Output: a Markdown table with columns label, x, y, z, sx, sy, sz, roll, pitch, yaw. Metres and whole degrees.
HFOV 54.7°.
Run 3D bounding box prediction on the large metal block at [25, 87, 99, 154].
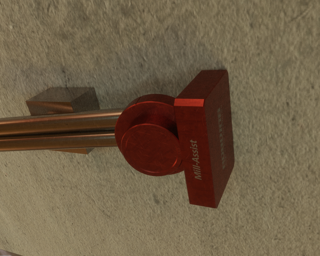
| label | x | y | z | sx | sy | sz | roll | pitch | yaw |
| --- | --- | --- | --- | --- | --- | --- | --- | --- | --- |
| large metal block | -0.133 | -0.012 | 0.448 | 0.080 | 0.050 | 0.079 | 3 | 120 | 26 |

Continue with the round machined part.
| label | x | y | z | sx | sy | sz | roll | pitch | yaw |
| --- | --- | --- | --- | --- | --- | --- | --- | --- | --- |
| round machined part | -0.004 | 0.015 | 0.344 | 0.098 | 0.042 | 0.097 | 7 | 122 | 11 |

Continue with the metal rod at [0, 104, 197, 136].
| label | x | y | z | sx | sy | sz | roll | pitch | yaw |
| --- | --- | --- | --- | --- | --- | --- | --- | --- | --- |
| metal rod | -0.091 | -0.010 | 0.390 | 0.301 | 0.025 | 0.025 | -4 | 117 | 15 |

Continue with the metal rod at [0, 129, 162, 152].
| label | x | y | z | sx | sy | sz | roll | pitch | yaw |
| --- | --- | --- | --- | --- | --- | --- | --- | --- | --- |
| metal rod | -0.087 | 0.014 | 0.403 | 0.301 | 0.025 | 0.025 | -3 | 118 | 15 |

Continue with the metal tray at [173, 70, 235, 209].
| label | x | y | z | sx | sy | sz | roll | pitch | yaw |
| --- | --- | --- | --- | --- | --- | --- | --- | --- | --- |
| metal tray | 0.054 | 0.011 | 0.343 | 0.030 | 0.090 | 0.129 | 4 | 120 | 26 |
